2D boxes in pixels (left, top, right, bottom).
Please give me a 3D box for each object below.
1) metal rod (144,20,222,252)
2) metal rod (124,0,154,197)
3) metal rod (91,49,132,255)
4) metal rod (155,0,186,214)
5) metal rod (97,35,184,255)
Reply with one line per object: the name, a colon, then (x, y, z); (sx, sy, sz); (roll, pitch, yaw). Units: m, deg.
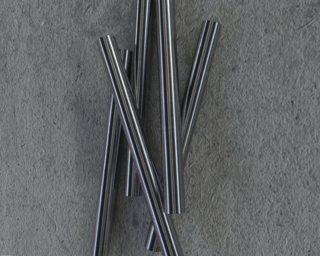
metal rod: (0.028, 0.014, 0.398); (0.025, 0.025, 0.298); (16, 95, 19)
metal rod: (-0.028, -0.058, 0.418); (0.025, 0.025, 0.298); (4, 91, 20)
metal rod: (-0.068, 0.042, 0.432); (0.025, 0.025, 0.298); (8, 93, 20)
metal rod: (0.011, -0.048, 0.385); (0.025, 0.025, 0.298); (-5, 81, 20)
metal rod: (-0.025, 0.026, 0.389); (0.025, 0.025, 0.299); (-20, 84, 19)
